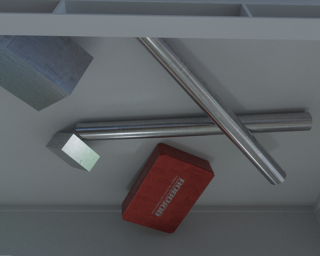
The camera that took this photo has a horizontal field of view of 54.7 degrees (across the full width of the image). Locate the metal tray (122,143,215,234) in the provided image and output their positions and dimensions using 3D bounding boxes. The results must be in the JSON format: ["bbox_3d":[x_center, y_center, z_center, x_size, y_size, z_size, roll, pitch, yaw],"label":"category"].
[{"bbox_3d":[0.009,0.094,0.466,0.091,0.030,0.129,23,112,-19],"label":"metal tray"}]

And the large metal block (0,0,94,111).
[{"bbox_3d":[-0.129,-0.067,0.313,0.080,0.050,0.080,40,147,-29],"label":"large metal block"}]

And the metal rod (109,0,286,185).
[{"bbox_3d":[0.059,-0.029,0.361,0.025,0.025,0.300,-35,115,25],"label":"metal rod"}]

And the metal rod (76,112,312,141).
[{"bbox_3d":[0.043,-0.002,0.408,0.302,0.025,0.025,-3,130,1],"label":"metal rod"}]

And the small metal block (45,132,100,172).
[{"bbox_3d":[-0.118,0.032,0.418,0.050,0.025,0.050,3,143,48],"label":"small metal block"}]
